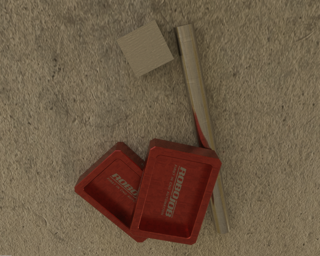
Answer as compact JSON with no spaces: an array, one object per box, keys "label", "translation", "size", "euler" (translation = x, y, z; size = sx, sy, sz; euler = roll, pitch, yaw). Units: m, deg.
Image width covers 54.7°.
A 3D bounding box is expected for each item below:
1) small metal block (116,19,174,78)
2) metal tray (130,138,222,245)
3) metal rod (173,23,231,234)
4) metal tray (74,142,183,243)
[{"label":"small metal block","translation":[-0.017,-0.096,0.374],"size":[0.050,0.025,0.050],"euler":[-26,108,8]},{"label":"metal tray","translation":[0.018,0.085,0.406],"size":[0.091,0.030,0.129],"euler":[12,107,-7]},{"label":"metal rod","translation":[0.061,0.015,0.416],"size":[0.025,0.025,0.298],"euler":[-12,110,4]},{"label":"metal tray","translation":[-0.042,0.093,0.440],"size":[0.090,0.030,0.130],"euler":[-42,105,13]}]
